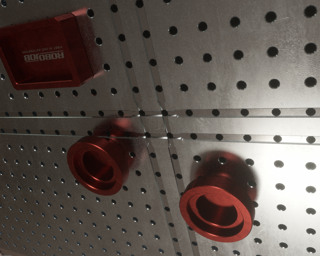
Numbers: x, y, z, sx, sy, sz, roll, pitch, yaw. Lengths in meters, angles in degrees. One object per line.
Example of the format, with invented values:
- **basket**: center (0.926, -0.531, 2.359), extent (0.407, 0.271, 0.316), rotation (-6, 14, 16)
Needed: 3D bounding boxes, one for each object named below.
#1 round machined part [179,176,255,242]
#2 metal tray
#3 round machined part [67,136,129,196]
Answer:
- **round machined part**: center (0.080, 0.105, 0.422), extent (0.098, 0.042, 0.097), rotation (13, 124, 20)
- **metal tray**: center (-0.164, -0.101, 0.429), extent (0.130, 0.030, 0.089), rotation (1, 119, 27)
- **round machined part**: center (-0.090, 0.053, 0.479), extent (0.098, 0.042, 0.097), rotation (13, 124, 20)
